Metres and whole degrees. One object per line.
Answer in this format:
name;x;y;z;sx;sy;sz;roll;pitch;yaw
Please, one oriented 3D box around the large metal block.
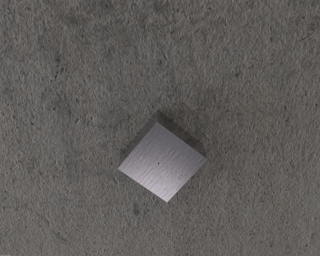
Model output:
large metal block;0.003;0.036;0.410;0.080;0.050;0.080;37;106;-13
